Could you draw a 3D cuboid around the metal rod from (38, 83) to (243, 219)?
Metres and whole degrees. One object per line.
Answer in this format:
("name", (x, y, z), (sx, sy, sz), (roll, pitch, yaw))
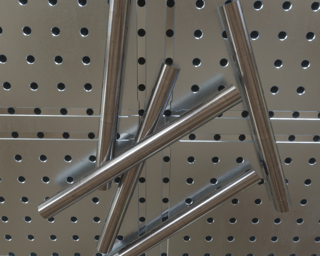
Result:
("metal rod", (-0.032, 0.035, 0.398), (0.300, 0.025, 0.025), (-32, 107, 10))

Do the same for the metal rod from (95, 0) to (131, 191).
("metal rod", (-0.060, -0.056, 0.392), (0.025, 0.025, 0.298), (8, 110, -3))

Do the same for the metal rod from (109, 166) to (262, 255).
("metal rod", (0.017, 0.149, 0.468), (0.300, 0.025, 0.025), (-35, 107, 11))

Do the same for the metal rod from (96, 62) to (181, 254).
("metal rod", (-0.036, 0.054, 0.432), (0.025, 0.025, 0.298), (19, 109, -7))

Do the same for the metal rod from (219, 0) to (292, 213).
("metal rod", (0.132, -0.014, 0.410), (0.025, 0.025, 0.298), (-19, 109, 6))
